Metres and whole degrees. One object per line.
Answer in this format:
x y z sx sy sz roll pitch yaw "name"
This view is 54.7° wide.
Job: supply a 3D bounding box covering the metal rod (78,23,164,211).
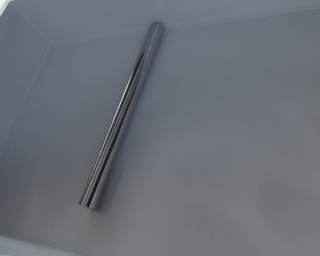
-0.048 -0.031 0.448 0.025 0.025 0.300 4 64 30 "metal rod"
